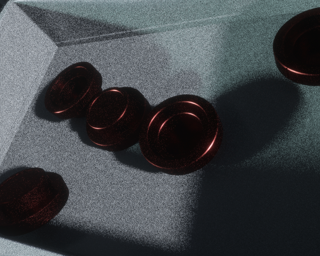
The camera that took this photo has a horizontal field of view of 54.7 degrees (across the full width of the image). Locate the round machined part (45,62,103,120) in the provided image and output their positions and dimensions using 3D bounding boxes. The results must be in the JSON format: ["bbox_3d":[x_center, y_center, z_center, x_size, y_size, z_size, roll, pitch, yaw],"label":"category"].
[{"bbox_3d":[-0.132,-0.055,0.495,0.098,0.042,0.098,-16,53,23],"label":"round machined part"}]

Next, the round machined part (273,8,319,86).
[{"bbox_3d":[0.183,-0.087,0.352,0.098,0.042,0.098,-13,56,21],"label":"round machined part"}]

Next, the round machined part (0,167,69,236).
[{"bbox_3d":[-0.175,0.089,0.406,0.098,0.042,0.098,-13,28,8],"label":"round machined part"}]

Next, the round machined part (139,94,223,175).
[{"bbox_3d":[0.028,0.011,0.373,0.098,0.042,0.098,-13,56,21],"label":"round machined part"}]

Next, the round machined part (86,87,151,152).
[{"bbox_3d":[-0.065,-0.019,0.441,0.098,0.042,0.098,-13,56,21],"label":"round machined part"}]
